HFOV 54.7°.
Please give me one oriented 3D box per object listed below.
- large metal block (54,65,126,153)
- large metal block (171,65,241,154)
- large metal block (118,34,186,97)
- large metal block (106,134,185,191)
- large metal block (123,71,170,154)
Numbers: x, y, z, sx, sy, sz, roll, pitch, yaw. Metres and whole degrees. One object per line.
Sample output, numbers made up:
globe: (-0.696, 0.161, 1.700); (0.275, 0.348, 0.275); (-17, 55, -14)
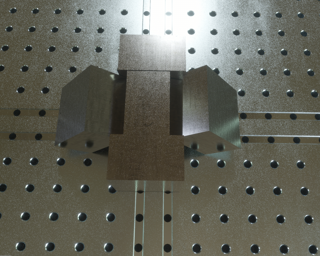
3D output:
large metal block: (-0.085, -0.019, 0.382); (0.050, 0.080, 0.080); (16, 66, -37)
large metal block: (0.057, -0.018, 0.381); (0.050, 0.080, 0.080); (-14, 65, 35)
large metal block: (-0.009, -0.078, 0.410); (0.081, 0.080, 0.050); (1, 70, 0)
large metal block: (-0.015, 0.044, 0.365); (0.081, 0.080, 0.050); (1, 70, 0)
large metal block: (-0.014, -0.016, 0.387); (0.050, 0.080, 0.080); (1, 70, 0)
